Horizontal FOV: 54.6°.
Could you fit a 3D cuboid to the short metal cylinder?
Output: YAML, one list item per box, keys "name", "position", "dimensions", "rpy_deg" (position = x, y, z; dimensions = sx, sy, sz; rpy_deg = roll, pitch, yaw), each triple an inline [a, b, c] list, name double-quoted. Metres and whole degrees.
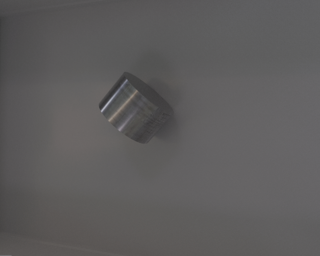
- name: "short metal cylinder"
  position: [-0.029, -0.026, 0.392]
  dimensions: [0.080, 0.080, 0.050]
  rpy_deg: [45, 104, 14]
